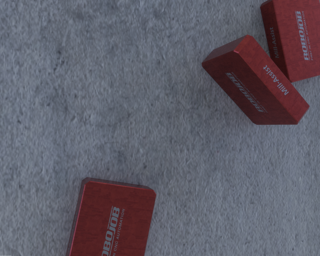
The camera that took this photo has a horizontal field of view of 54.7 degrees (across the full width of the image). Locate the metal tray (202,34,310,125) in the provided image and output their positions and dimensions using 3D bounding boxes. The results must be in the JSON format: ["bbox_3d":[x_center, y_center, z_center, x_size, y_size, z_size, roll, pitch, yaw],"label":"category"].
[{"bbox_3d":[0.127,-0.059,0.422,0.130,0.090,0.030,44,76,-15],"label":"metal tray"}]

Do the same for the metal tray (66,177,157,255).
[{"bbox_3d":[-0.063,0.133,0.384,0.091,0.030,0.129,13,86,-20],"label":"metal tray"}]

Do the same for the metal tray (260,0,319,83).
[{"bbox_3d":[0.216,-0.141,0.488,0.091,0.030,0.129,-16,96,-20],"label":"metal tray"}]
